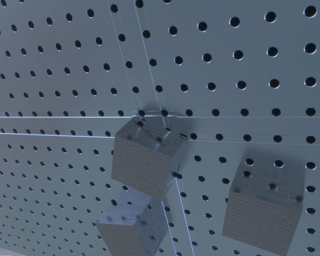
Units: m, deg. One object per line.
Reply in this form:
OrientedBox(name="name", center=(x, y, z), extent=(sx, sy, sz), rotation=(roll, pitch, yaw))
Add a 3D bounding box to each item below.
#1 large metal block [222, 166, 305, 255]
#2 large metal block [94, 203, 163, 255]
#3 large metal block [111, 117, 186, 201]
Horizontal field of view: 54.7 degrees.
OrientedBox(name="large metal block", center=(0.128, 0.104, 0.391), extent=(0.080, 0.050, 0.079), rotation=(14, 124, 20))
OrientedBox(name="large metal block", center=(-0.052, 0.177, 0.530), extent=(0.080, 0.050, 0.080), rotation=(-7, 115, 31))
OrientedBox(name="large metal block", center=(-0.017, 0.042, 0.429), extent=(0.080, 0.050, 0.079), rotation=(21, 126, 15))
